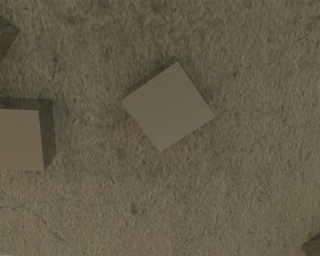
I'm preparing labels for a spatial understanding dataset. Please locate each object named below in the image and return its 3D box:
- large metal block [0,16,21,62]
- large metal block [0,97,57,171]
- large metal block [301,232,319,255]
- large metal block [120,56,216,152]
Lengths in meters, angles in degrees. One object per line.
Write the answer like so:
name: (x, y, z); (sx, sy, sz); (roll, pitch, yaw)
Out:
large metal block: (-0.226, -0.104, 0.355); (0.080, 0.050, 0.080); (37, 106, -13)
large metal block: (-0.184, 0.006, 0.396); (0.081, 0.050, 0.079); (2, 110, -1)
large metal block: (0.283, 0.195, 0.473); (0.080, 0.050, 0.080); (41, 105, -14)
large metal block: (0.010, -0.031, 0.385); (0.080, 0.050, 0.080); (-34, 107, 11)
